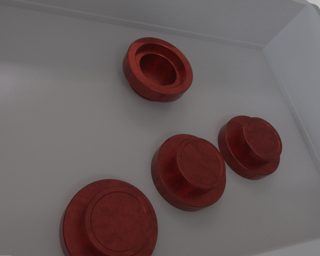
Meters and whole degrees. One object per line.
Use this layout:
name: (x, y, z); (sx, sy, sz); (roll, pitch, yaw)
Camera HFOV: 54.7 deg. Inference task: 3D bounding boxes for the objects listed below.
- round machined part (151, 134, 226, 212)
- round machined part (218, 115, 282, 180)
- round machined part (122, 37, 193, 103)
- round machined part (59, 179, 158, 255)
round machined part: (0.042, 0.050, 0.386); (0.099, 0.042, 0.098); (14, 56, -21)
round machined part: (0.138, 0.023, 0.455); (0.099, 0.042, 0.098); (14, 56, -21)
round machined part: (-0.007, -0.077, 0.438); (0.099, 0.042, 0.098); (14, 56, -21)
round machined part: (-0.046, 0.097, 0.310); (0.099, 0.042, 0.098); (14, 56, -21)
